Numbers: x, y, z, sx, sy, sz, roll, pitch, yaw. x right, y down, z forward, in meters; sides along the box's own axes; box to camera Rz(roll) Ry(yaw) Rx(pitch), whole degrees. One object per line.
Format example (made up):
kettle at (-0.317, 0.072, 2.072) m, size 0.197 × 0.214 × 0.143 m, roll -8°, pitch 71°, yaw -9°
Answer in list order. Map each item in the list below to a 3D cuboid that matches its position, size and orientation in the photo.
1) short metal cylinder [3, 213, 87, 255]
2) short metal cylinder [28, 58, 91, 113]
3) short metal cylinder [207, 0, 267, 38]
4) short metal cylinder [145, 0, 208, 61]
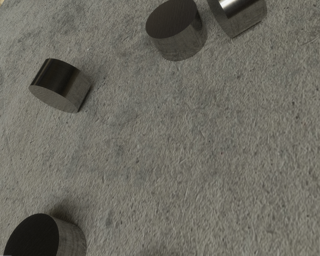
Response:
short metal cylinder at (-0.136, 0.148, 0.369) m, size 0.080 × 0.050 × 0.080 m, roll -13°, pitch 56°, yaw 21°
short metal cylinder at (-0.157, -0.065, 0.492) m, size 0.080 × 0.080 × 0.050 m, roll 9°, pitch 66°, yaw 32°
short metal cylinder at (0.101, -0.171, 0.421) m, size 0.050 × 0.080 × 0.080 m, roll -31°, pitch 52°, yaw 9°
short metal cylinder at (0.026, -0.148, 0.465) m, size 0.080 × 0.050 × 0.080 m, roll -13°, pitch 56°, yaw 21°
